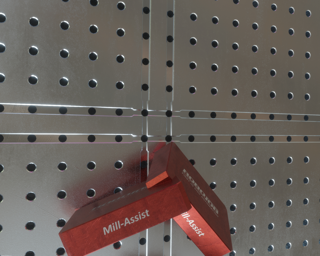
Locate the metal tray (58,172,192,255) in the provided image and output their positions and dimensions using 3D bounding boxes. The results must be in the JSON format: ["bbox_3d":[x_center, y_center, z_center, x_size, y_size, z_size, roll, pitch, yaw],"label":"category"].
[{"bbox_3d":[-0.036,0.091,0.347,0.131,0.090,0.030,-22,91,-4],"label":"metal tray"}]

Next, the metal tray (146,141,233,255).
[{"bbox_3d":[0.039,0.089,0.391,0.030,0.090,0.130,-34,104,18],"label":"metal tray"}]
